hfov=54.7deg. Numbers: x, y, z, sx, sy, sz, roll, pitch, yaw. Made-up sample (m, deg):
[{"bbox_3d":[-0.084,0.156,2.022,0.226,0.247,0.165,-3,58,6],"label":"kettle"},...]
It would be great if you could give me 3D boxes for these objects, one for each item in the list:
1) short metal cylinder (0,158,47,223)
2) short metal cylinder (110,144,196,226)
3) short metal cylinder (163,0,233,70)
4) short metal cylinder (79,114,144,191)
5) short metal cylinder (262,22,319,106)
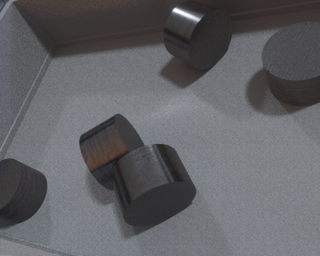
[{"bbox_3d":[-0.212,0.090,0.446,0.080,0.050,0.080,-13,56,21],"label":"short metal cylinder"},{"bbox_3d":[-0.008,0.063,0.336,0.080,0.080,0.050,-33,52,7],"label":"short metal cylinder"},{"bbox_3d":[0.052,-0.126,0.421,0.080,0.080,0.050,-47,51,-5],"label":"short metal cylinder"},{"bbox_3d":[-0.053,0.029,0.381,0.050,0.080,0.080,-30,52,9],"label":"short metal cylinder"},{"bbox_3d":[0.160,-0.072,0.349,0.080,0.050,0.080,-13,56,21],"label":"short metal cylinder"}]
